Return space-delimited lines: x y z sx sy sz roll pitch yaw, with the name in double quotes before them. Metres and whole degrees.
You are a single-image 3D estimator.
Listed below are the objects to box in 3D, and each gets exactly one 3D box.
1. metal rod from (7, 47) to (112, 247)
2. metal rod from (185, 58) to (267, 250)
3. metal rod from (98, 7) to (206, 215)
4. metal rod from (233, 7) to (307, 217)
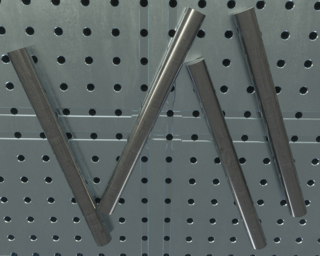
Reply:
"metal rod" -0.130 0.039 0.426 0.025 0.025 0.299 -16 109 6
"metal rod" 0.098 0.048 0.431 0.025 0.025 0.299 -20 109 7
"metal rod" -0.019 -0.009 0.409 0.025 0.025 0.298 23 108 -8
"metal rod" 0.151 -0.007 0.411 0.025 0.025 0.299 -20 109 7
